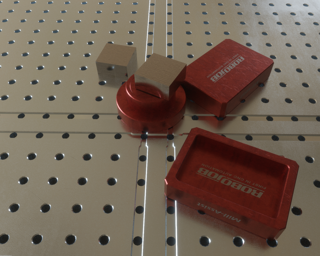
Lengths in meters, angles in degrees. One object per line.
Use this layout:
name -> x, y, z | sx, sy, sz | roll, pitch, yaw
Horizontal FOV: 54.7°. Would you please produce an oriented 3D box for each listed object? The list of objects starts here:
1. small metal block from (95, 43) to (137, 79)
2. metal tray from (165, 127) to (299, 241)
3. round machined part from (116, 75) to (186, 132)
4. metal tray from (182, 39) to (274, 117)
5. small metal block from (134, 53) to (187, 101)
small metal block -> -0.069, -0.109, 0.498 | 0.050, 0.025, 0.050 | 11, 51, 9
metal tray -> 0.081, 0.058, 0.355 | 0.130, 0.030, 0.090 | 20, 53, 16
round machined part -> -0.012, -0.045, 0.434 | 0.099, 0.042, 0.098 | 0, 50, 0
metal tray -> 0.099, -0.081, 0.473 | 0.090, 0.030, 0.131 | 36, 59, 26
small metal block -> 0.001, -0.069, 0.411 | 0.050, 0.025, 0.050 | 23, 53, 17
